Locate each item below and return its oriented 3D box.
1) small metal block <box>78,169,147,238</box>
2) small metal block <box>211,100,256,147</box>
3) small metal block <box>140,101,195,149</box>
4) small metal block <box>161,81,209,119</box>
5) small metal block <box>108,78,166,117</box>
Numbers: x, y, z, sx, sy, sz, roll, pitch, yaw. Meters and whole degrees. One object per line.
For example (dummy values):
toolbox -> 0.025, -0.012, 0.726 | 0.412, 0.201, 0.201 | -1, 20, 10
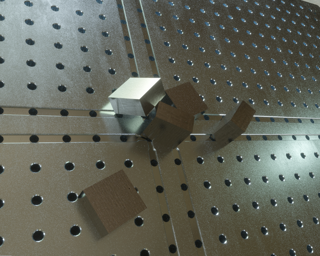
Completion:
small metal block -> -0.051, 0.080, 0.332 | 0.050, 0.025, 0.050 | -26, 76, -37
small metal block -> 0.107, -0.006, 0.453 | 0.025, 0.050, 0.050 | 41, 51, -1
small metal block -> 0.009, -0.002, 0.398 | 0.050, 0.050, 0.025 | 23, 54, -14
small metal block -> 0.033, -0.034, 0.446 | 0.050, 0.025, 0.050 | -25, 75, -37
small metal block -> -0.029, -0.041, 0.399 | 0.050, 0.050, 0.025 | -50, 134, -39
